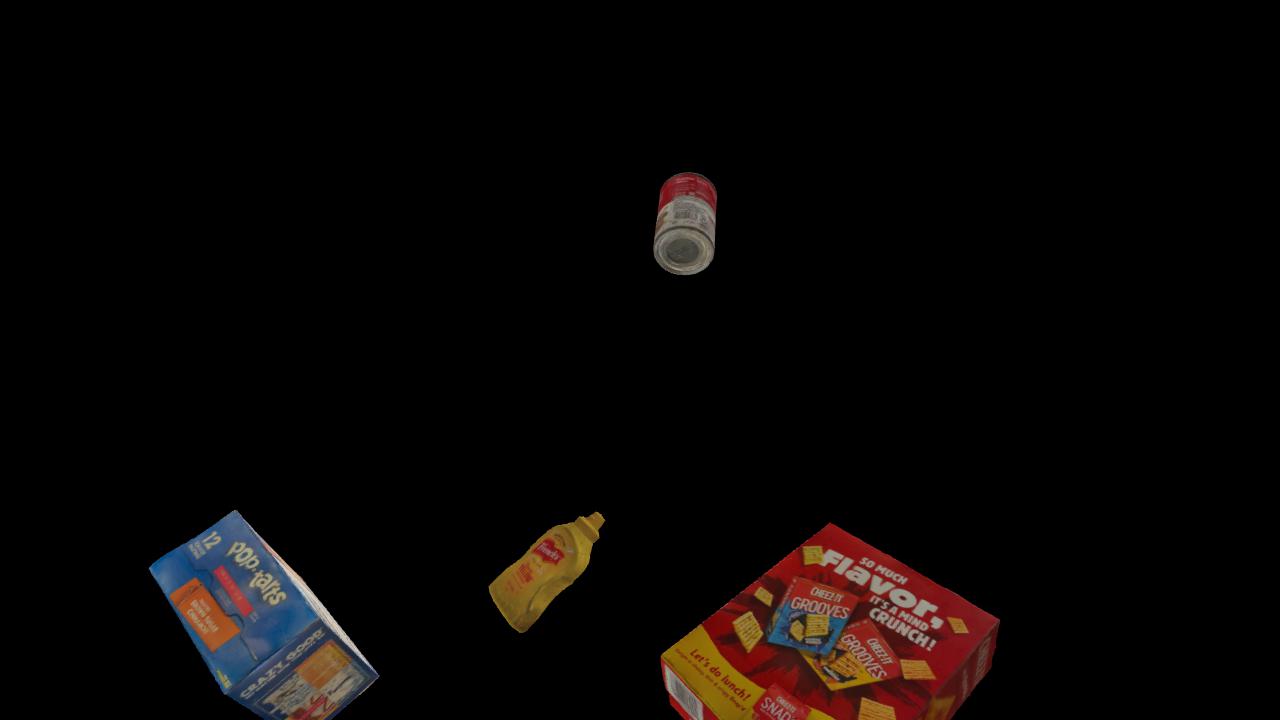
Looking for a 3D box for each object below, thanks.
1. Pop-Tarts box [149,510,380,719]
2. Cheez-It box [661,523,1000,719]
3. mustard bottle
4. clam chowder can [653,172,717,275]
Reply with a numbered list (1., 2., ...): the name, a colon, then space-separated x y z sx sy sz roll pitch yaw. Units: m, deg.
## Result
1. Pop-Tarts box: -0.346 0.247 0.573 0.167 0.141 0.083 29 53 30
2. Cheez-It box: 0.154 0.248 0.504 0.223 0.071 0.166 -27 32 -29
3. mustard bottle: -0.121 0.283 0.864 0.184 0.054 0.092 -42 32 -13
4. clam chowder can: 0.052 -0.152 0.687 0.068 0.102 0.068 4 -40 3
